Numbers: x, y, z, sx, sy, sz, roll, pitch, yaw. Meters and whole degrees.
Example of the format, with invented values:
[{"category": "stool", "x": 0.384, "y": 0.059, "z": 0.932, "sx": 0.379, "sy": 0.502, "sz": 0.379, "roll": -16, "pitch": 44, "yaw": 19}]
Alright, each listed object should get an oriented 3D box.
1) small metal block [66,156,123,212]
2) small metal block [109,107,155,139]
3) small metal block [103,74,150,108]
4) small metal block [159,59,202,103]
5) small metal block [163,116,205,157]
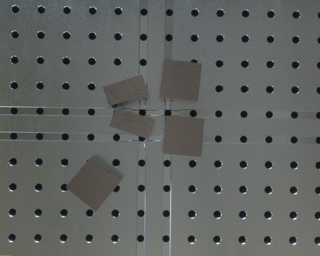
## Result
[{"category": "small metal block", "x": -0.087, "y": 0.073, "z": 0.412, "sx": 0.050, "sy": 0.025, "sz": 0.050, "roll": 39, "pitch": 90, "yaw": -1}, {"category": "small metal block", "x": -0.034, "y": -0.006, "z": 0.400, "sx": 0.050, "sy": 0.050, "sz": 0.025, "roll": 18, "pitch": 90, "yaw": -1}, {"category": "small metal block", "x": -0.042, "y": -0.046, "z": 0.400, "sx": 0.050, "sy": 0.050, "sz": 0.025, "roll": -18, "pitch": 90, "yaw": 0}, {"category": "small metal block", "x": 0.027, "y": -0.062, "z": 0.414, "sx": 0.050, "sy": 0.025, "sz": 0.050, "roll": 6, "pitch": 90, "yaw": -1}, {"category": "small metal block", "x": 0.031, "y": 0.011, "z": 0.414, "sx": 0.050, "sy": 0.025, "sz": 0.050, "roll": 5, "pitch": 90, "yaw": -1}]
